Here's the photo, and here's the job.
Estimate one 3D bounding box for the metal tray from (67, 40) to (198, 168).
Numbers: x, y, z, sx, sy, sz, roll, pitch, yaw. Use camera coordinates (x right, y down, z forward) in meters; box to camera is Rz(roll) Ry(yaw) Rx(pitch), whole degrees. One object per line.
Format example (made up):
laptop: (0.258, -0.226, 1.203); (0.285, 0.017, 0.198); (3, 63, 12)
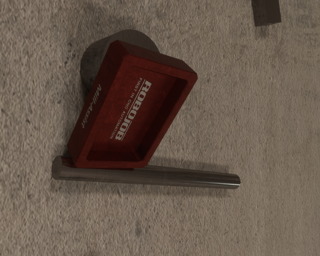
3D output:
metal tray: (-0.030, -0.016, 0.319); (0.091, 0.030, 0.129); (7, 123, -40)

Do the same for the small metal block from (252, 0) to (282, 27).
small metal block: (0.198, -0.217, 0.573); (0.050, 0.025, 0.050); (-19, 103, -39)

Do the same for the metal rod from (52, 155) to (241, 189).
metal rod: (0.008, 0.064, 0.413); (0.302, 0.025, 0.025); (12, 83, -40)

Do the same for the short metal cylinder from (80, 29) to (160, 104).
short metal cylinder: (-0.043, -0.067, 0.354); (0.081, 0.050, 0.079); (0, 90, -40)
